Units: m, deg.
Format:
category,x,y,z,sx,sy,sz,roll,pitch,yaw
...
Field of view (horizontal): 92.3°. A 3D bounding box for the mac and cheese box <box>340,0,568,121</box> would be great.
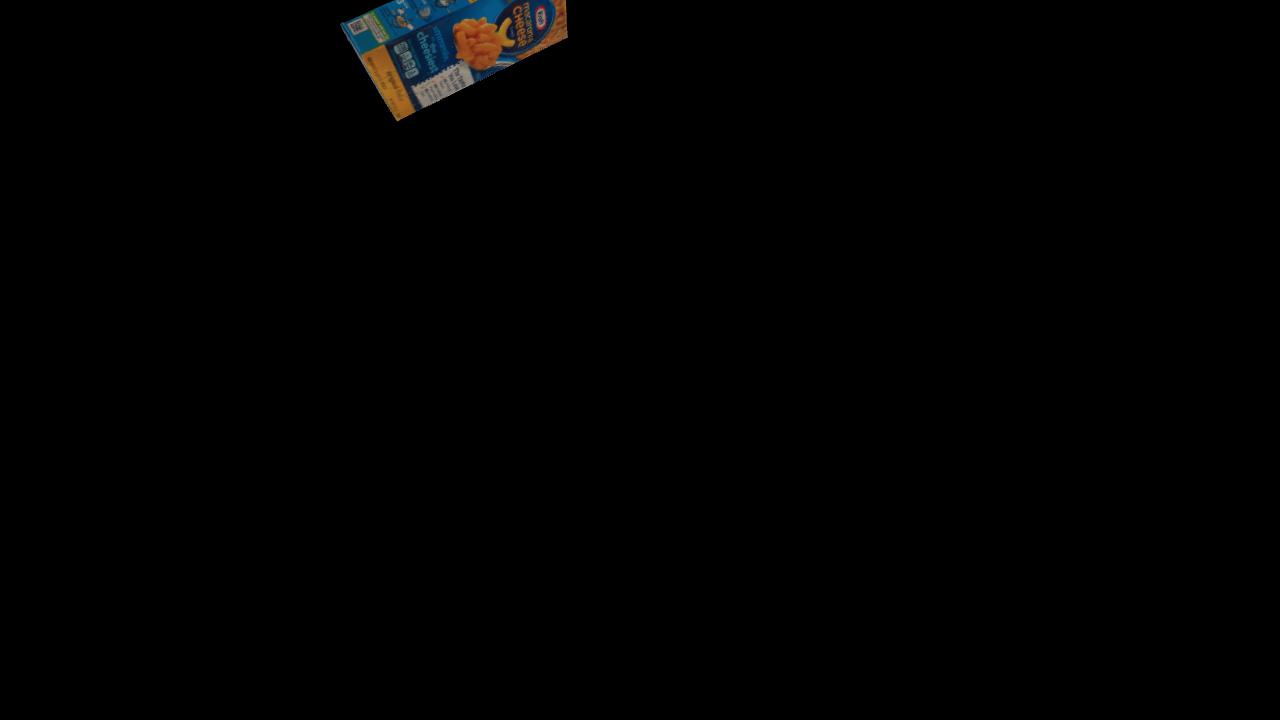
category,x,y,z,sx,sy,sz,roll,pitch,yaw
mac and cheese box,-0.151,-0.286,0.536,0.184,0.041,0.093,-31,-8,-9
